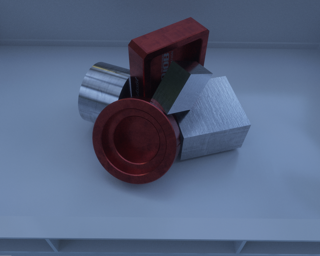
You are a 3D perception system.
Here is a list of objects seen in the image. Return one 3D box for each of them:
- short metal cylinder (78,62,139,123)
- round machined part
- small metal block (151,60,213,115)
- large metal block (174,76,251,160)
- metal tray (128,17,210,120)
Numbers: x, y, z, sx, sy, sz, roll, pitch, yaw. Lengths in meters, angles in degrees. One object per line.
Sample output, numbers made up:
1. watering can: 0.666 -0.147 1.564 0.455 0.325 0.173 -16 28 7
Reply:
1. short metal cylinder: -0.061 -0.040 0.400 0.050 0.080 0.080 18 52 14
2. round machined part: -0.024 0.012 0.358 0.098 0.097 0.042 16 16 12
3. small metal block: 0.024 -0.045 0.336 0.025 0.050 0.050 42 29 21
4. large metal block: 0.055 -0.014 0.389 0.081 0.050 0.080 -11 56 -10
5. metal tray: 0.010 -0.062 0.387 0.091 0.129 0.030 -28 57 -22
